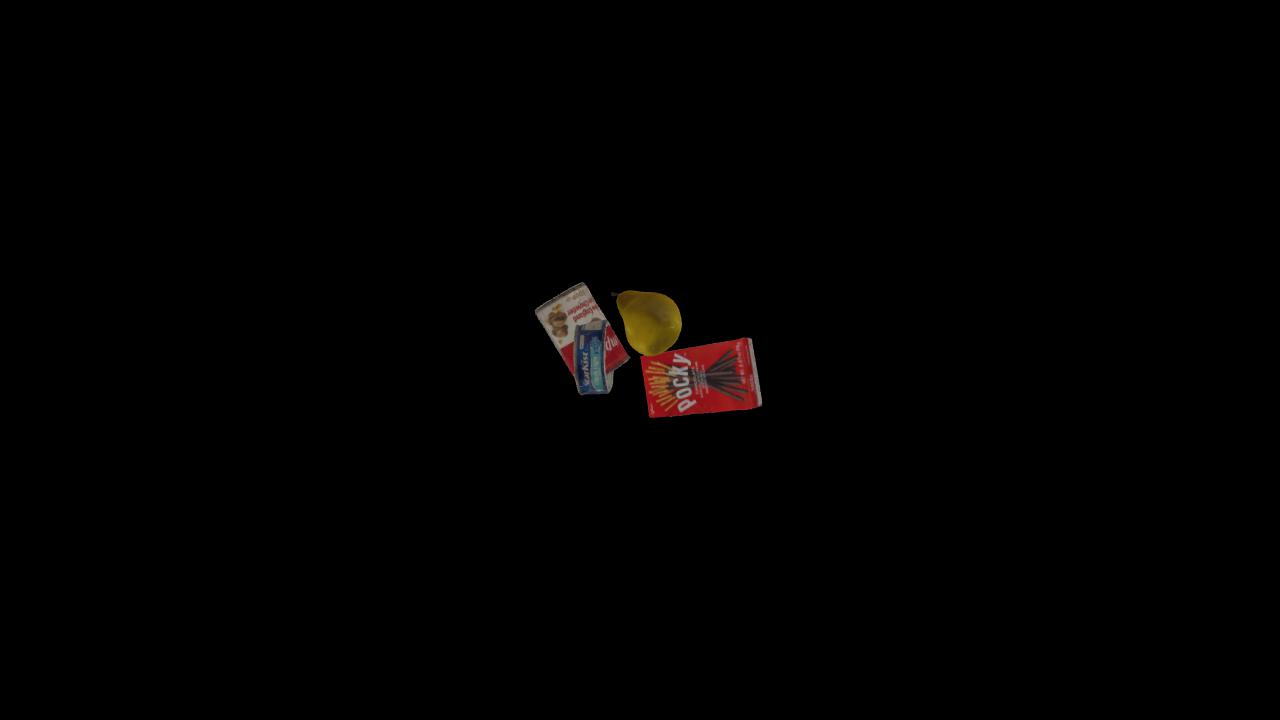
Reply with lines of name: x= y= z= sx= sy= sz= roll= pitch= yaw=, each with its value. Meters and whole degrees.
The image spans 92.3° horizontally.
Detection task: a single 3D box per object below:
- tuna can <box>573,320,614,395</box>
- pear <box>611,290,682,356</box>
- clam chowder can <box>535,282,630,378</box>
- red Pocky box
tuna can: x=-0.050 y=-0.003 z=0.682 sx=0.034 sy=0.084 sz=0.084 roll=-1 pitch=0 yaw=5
pear: x=0.002 y=-0.061 z=0.767 sx=0.080 sy=0.111 sz=0.080 roll=-32 pitch=-24 yaw=-16
clam chowder can: x=-0.065 y=-0.028 z=0.695 sx=0.068 sy=0.102 sz=0.068 roll=-31 pitch=5 yaw=3
red Pocky box: x=0.070 y=0.025 z=0.748 sx=0.155 sy=0.083 sz=0.028 roll=-10 pitch=0 yaw=40
